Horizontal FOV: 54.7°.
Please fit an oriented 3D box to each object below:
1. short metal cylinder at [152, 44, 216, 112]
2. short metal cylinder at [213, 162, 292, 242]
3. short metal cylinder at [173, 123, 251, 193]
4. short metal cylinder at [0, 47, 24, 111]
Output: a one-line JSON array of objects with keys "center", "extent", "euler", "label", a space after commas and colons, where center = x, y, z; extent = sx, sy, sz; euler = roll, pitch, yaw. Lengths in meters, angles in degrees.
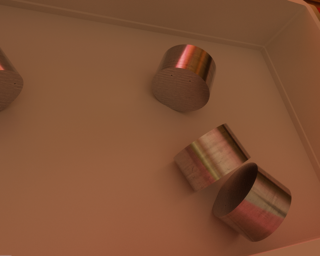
[{"center": [0.034, -0.068, 0.432], "extent": [0.080, 0.080, 0.050], "euler": [29, 52, -11], "label": "short metal cylinder"}, {"center": [0.111, 0.089, 0.378], "extent": [0.050, 0.080, 0.080], "euler": [38, 51, -4], "label": "short metal cylinder"}, {"center": [0.064, 0.037, 0.384], "extent": [0.081, 0.080, 0.050], "euler": [-24, 75, -37], "label": "short metal cylinder"}, {"center": [-0.185, -0.048, 0.301], "extent": [0.081, 0.080, 0.050], "euler": [-31, 79, -38], "label": "short metal cylinder"}]
